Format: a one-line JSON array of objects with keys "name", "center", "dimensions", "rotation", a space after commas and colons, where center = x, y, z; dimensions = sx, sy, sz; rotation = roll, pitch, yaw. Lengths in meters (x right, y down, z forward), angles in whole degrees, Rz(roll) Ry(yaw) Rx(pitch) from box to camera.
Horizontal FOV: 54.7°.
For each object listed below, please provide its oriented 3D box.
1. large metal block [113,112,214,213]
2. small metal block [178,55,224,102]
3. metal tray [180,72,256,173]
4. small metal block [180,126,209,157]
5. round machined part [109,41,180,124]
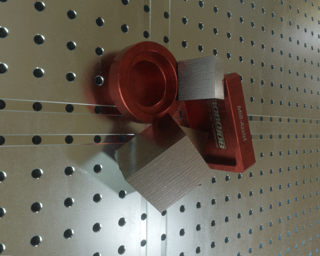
[{"name": "large metal block", "center": [0.005, 0.043, 0.370], "dimensions": [0.080, 0.050, 0.080], "rotation": [-37, 130, 0]}, {"name": "small metal block", "center": [0.051, -0.059, 0.384], "dimensions": [0.025, 0.050, 0.050], "rotation": [0, 89, -55]}, {"name": "metal tray", "center": [0.077, -0.006, 0.434], "dimensions": [0.030, 0.090, 0.129], "rotation": [-23, 105, -38]}, {"name": "small metal block", "center": [0.037, 0.026, 0.436], "dimensions": [0.050, 0.025, 0.050], "rotation": [14, 86, -28]}, {"name": "round machined part", "center": [-0.021, -0.054, 0.382], "dimensions": [0.099, 0.042, 0.097], "rotation": [0, 90, -40]}]
